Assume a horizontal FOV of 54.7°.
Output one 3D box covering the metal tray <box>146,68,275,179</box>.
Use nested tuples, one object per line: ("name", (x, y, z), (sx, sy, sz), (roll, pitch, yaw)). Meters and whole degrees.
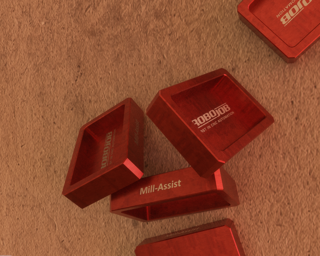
("metal tray", (0.059, -0.013, 0.332), (0.090, 0.131, 0.030), (49, 133, 13))

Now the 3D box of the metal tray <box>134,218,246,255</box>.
("metal tray", (0.042, 0.176, 0.391), (0.130, 0.030, 0.090), (-21, 83, 18))

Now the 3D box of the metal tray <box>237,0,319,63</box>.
("metal tray", (0.165, -0.150, 0.347), (0.130, 0.030, 0.090), (-44, 76, 14))

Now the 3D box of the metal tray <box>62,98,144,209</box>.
("metal tray", (-0.065, 0.025, 0.383), (0.090, 0.130, 0.030), (-29, 122, 17))

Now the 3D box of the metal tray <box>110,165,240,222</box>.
("metal tray", (0.019, 0.080, 0.365), (0.130, 0.090, 0.030), (-16, 61, 19))
